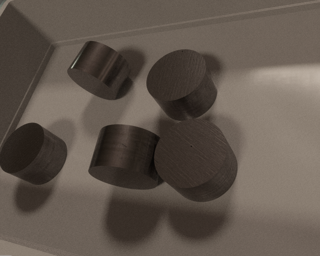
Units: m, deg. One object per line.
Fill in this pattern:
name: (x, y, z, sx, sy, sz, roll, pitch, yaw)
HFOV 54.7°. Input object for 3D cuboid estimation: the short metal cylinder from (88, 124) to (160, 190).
short metal cylinder: (-0.038, 0.036, 0.367, 0.080, 0.080, 0.050, -3, 61, 26)

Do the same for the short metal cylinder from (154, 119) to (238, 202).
short metal cylinder: (0.041, 0.036, 0.345, 0.080, 0.050, 0.080, -13, 56, 20)

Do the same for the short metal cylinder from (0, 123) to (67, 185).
short metal cylinder: (-0.188, 0.039, 0.462, 0.080, 0.050, 0.080, -13, 56, 20)

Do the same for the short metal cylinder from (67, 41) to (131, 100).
short metal cylinder: (-0.091, -0.085, 0.469, 0.080, 0.080, 0.050, 15, 70, 34)

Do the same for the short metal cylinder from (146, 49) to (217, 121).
short metal cylinder: (0.029, -0.056, 0.408, 0.080, 0.050, 0.080, -13, 56, 20)
